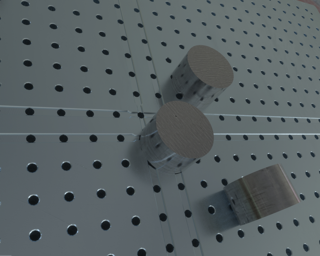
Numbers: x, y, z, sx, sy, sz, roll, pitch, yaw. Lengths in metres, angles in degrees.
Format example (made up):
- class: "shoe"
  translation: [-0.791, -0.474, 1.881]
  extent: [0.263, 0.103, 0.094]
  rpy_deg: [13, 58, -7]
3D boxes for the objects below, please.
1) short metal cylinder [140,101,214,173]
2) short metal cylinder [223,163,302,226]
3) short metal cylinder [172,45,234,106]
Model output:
- class: "short metal cylinder"
  translation: [0.021, 0.012, 0.398]
  extent: [0.081, 0.050, 0.080]
  rpy_deg: [14, 56, -21]
- class: "short metal cylinder"
  translation: [0.128, 0.084, 0.392]
  extent: [0.081, 0.080, 0.050]
  rpy_deg: [-9, 67, -32]
- class: "short metal cylinder"
  translation: [0.065, -0.080, 0.479]
  extent: [0.081, 0.050, 0.080]
  rpy_deg: [14, 56, -21]
